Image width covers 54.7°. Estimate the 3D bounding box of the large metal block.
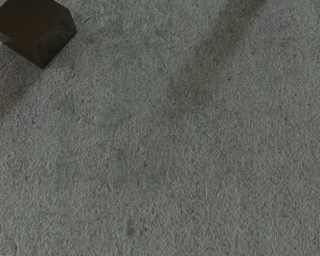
[{"bbox_3d":[-0.182,-0.146,0.447,0.080,0.050,0.080,33,73,11],"label":"large metal block"}]
